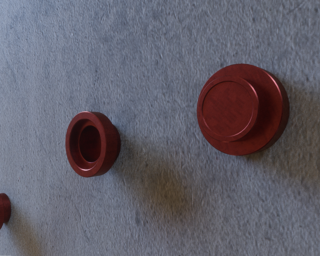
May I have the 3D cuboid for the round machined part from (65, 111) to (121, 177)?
[{"bbox_3d":[-0.098,0.024,0.472,0.098,0.042,0.097,0,90,39],"label":"round machined part"}]

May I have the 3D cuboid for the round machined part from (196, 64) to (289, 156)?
[{"bbox_3d":[0.080,-0.019,0.327,0.098,0.042,0.097,0,90,39],"label":"round machined part"}]

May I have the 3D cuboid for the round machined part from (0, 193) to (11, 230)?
[{"bbox_3d":[-0.371,0.183,0.695,0.098,0.042,0.097,0,90,39],"label":"round machined part"}]
